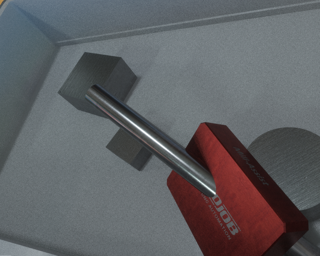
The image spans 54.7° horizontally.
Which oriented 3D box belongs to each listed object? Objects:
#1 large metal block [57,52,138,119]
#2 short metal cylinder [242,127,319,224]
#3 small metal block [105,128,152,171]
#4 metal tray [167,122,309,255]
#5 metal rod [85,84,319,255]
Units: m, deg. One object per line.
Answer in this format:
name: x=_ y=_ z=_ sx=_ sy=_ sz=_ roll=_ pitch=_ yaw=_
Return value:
large metal block: x=-0.096 y=-0.066 z=0.479 sx=0.080 sy=0.050 sz=0.080 roll=16 pitch=70 yaw=34
short metal cylinder: x=0.124 y=0.046 z=0.296 sx=0.080 sy=0.050 sz=0.080 roll=-13 pitch=57 yaw=20
small metal block: x=-0.035 y=0.021 z=0.410 sx=0.050 sy=0.025 sz=0.050 roll=28 pitch=77 yaw=37
metal tray: x=0.060 y=0.067 z=0.291 sx=0.089 sy=0.030 sz=0.130 roll=-62 pitch=38 yaw=28
metal rod: x=0.035 y=0.043 z=0.302 sx=0.300 sy=0.025 sz=0.025 roll=37 pitch=82 yaw=22
